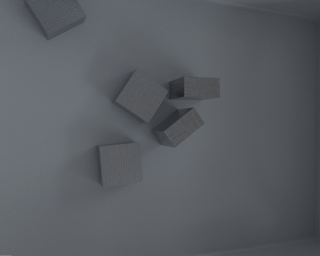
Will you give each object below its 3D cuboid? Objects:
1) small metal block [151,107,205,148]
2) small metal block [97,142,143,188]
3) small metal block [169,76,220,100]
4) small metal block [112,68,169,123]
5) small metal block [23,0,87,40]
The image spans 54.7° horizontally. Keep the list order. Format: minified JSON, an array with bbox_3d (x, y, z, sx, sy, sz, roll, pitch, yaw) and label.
[{"bbox_3d":[0.022,-0.001,0.405,0.050,0.050,0.025,-38,103,-16],"label":"small metal block"},{"bbox_3d":[-0.051,0.045,0.392,0.050,0.025,0.050,-5,92,-20],"label":"small metal block"},{"bbox_3d":[0.045,-0.052,0.414,0.050,0.050,0.025,-1,91,-20],"label":"small metal block"},{"bbox_3d":[-0.026,-0.040,0.401,0.050,0.025,0.050,35,79,-17],"label":"small metal block"},{"bbox_3d":[-0.123,-0.140,0.365,0.050,0.025,0.050,-34,101,-17],"label":"small metal block"}]
